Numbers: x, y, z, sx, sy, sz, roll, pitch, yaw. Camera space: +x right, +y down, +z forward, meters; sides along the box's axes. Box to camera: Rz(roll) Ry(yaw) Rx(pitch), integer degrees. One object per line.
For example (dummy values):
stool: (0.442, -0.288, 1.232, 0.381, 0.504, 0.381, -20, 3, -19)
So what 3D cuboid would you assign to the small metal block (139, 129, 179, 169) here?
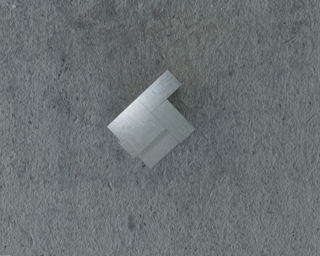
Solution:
small metal block: (-0.011, 0.018, 0.411, 0.050, 0.025, 0.050, -43, 91, 0)

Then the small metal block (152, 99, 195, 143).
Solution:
small metal block: (0.016, -0.008, 0.399, 0.025, 0.050, 0.050, -43, 91, 0)

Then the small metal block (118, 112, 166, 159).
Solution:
small metal block: (-0.020, 0.008, 0.373, 0.050, 0.050, 0.025, -43, 91, 0)

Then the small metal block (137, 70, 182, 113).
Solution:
small metal block: (-0.001, -0.044, 0.398, 0.050, 0.050, 0.025, -43, 91, 0)

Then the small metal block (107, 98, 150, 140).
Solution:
small metal block: (-0.037, -0.010, 0.398, 0.050, 0.050, 0.025, -43, 91, 0)
